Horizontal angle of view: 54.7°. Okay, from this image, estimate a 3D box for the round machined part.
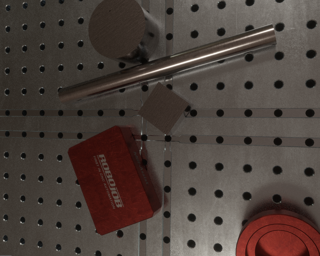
[{"bbox_3d":[0.139,0.142,0.355,0.098,0.042,0.097,0,90,19],"label":"round machined part"}]

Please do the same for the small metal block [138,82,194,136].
[{"bbox_3d":[0.008,-0.025,0.409,0.050,0.025,0.050,37,102,15],"label":"small metal block"}]

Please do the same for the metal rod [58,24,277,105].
[{"bbox_3d":[-0.004,-0.079,0.413,0.301,0.025,0.025,-13,86,19],"label":"metal rod"}]

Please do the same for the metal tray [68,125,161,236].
[{"bbox_3d":[-0.065,0.072,0.432,0.090,0.030,0.129,-25,82,18],"label":"metal tray"}]

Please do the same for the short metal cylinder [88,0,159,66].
[{"bbox_3d":[-0.047,-0.128,0.415,0.080,0.050,0.079,0,90,19],"label":"short metal cylinder"}]
